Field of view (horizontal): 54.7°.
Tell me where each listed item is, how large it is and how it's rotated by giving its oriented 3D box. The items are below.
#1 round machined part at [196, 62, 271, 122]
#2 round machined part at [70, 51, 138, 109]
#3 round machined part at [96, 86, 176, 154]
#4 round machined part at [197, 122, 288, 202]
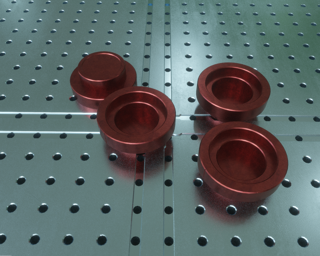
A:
[{"bbox_3d":[0.100,-0.045,0.436,0.099,0.042,0.098,0,50,0],"label":"round machined part"},{"bbox_3d":[-0.084,-0.077,0.460,0.099,0.042,0.098,0,50,0],"label":"round machined part"},{"bbox_3d":[-0.030,-0.006,0.401,0.099,0.042,0.098,0,50,0],"label":"round machined part"},{"bbox_3d":[0.093,0.042,0.362,0.099,0.042,0.098,0,50,0],"label":"round machined part"}]
